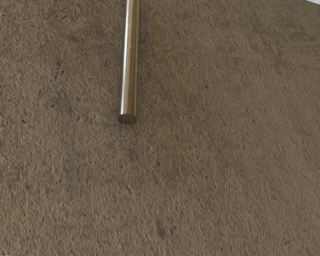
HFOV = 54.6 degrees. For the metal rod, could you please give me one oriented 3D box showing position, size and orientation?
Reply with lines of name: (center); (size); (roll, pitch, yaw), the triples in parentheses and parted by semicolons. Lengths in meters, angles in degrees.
metal rod: (-0.044, -0.140, 0.464); (0.025, 0.025, 0.300); (12, 57, -21)
